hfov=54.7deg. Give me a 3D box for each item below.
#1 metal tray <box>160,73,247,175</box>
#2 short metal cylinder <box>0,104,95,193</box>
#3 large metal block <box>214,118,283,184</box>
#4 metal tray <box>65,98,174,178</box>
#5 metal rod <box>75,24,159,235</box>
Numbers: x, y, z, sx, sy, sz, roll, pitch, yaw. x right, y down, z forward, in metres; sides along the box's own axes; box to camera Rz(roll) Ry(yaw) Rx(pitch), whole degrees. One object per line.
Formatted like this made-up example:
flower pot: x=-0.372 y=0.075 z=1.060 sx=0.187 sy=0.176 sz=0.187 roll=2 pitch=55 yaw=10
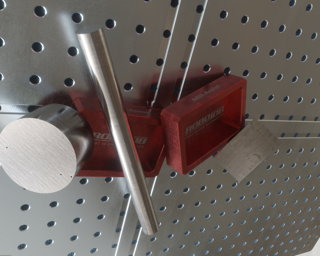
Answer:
metal tray: x=0.063 y=-0.008 z=0.413 sx=0.131 sy=0.030 sz=0.089 roll=-31 pitch=131 yaw=-30
short metal cylinder: x=-0.115 y=0.020 z=0.321 sx=0.080 sy=0.050 sz=0.079 roll=3 pitch=110 yaw=8
large metal block: x=0.132 y=0.038 z=0.468 sx=0.080 sy=0.050 sz=0.080 roll=-44 pitch=160 yaw=2
metal tray: x=-0.051 y=0.017 z=0.390 sx=0.131 sy=0.030 sz=0.089 roll=7 pitch=115 yaw=-32
metal rod: x=-0.039 y=0.028 z=0.368 sx=0.025 sy=0.025 sz=0.298 roll=-23 pitch=127 yaw=-15
